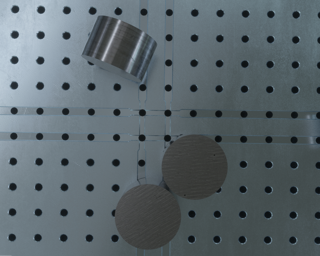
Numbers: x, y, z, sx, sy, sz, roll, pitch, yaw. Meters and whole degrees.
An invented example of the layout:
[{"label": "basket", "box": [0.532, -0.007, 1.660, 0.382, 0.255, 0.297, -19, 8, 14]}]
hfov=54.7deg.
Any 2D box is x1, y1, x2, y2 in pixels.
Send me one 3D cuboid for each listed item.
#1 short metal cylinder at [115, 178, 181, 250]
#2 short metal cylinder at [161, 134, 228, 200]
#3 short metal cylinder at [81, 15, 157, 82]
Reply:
[{"label": "short metal cylinder", "box": [-0.015, 0.108, 0.401, 0.081, 0.050, 0.079, 0, 90, 0]}, {"label": "short metal cylinder", "box": [0.042, 0.047, 0.402, 0.081, 0.050, 0.079, 0, 90, -1]}, {"label": "short metal cylinder", "box": [-0.050, -0.096, 0.385, 0.080, 0.080, 0.050, 23, 90, -1]}]
